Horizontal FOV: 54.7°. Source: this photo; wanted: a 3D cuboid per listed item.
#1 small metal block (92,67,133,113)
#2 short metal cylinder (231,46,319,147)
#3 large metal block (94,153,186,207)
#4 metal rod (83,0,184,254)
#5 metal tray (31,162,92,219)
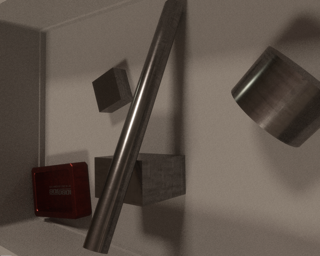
[{"bbox_3d":[-0.071,-0.055,0.463,0.050,0.025,0.050,-25,74,37],"label":"small metal block"},{"bbox_3d":[0.112,-0.029,0.278,0.080,0.081,0.050,52,120,27],"label":"short metal cylinder"},{"bbox_3d":[-0.024,0.060,0.389,0.080,0.081,0.050,-1,89,39],"label":"large metal block"},{"bbox_3d":[-0.023,-0.017,0.348,0.025,0.025,0.299,1,67,39],"label":"metal rod"},{"bbox_3d":[-0.177,0.110,0.545,0.130,0.030,0.089,-11,83,39],"label":"metal tray"}]
